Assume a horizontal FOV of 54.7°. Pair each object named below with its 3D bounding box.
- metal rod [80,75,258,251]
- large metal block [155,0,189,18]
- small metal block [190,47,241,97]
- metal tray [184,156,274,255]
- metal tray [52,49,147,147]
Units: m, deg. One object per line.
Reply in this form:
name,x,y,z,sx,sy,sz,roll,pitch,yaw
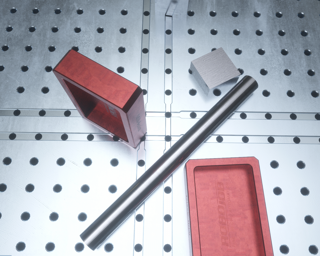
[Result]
metal rod,0.022,0.035,0.399,0.301,0.025,0.025,-43,76,-14
large metal block,0.024,-0.229,0.466,0.050,0.080,0.080,10,70,3
small metal block,0.078,-0.080,0.442,0.050,0.025,0.050,-27,73,-10
metal tray,0.079,0.102,0.372,0.091,0.030,0.130,-2,70,-2
metal tray,-0.063,-0.028,0.365,0.090,0.130,0.030,30,73,10
